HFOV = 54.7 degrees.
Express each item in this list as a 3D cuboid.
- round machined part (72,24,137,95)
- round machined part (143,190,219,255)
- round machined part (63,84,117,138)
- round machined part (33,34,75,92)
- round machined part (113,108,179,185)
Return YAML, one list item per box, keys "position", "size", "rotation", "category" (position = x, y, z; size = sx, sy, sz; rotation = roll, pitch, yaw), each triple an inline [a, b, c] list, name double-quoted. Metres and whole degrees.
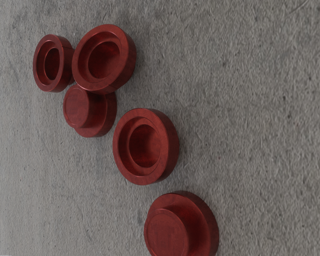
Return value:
- position: [-0.075, -0.094, 0.445]
  size: [0.098, 0.042, 0.098]
  rotation: [-7, 75, 27]
  category: "round machined part"
- position: [0.019, 0.129, 0.379]
  size: [0.098, 0.042, 0.097]
  rotation: [0, 90, 40]
  category: "round machined part"
- position: [-0.117, -0.033, 0.491]
  size: [0.098, 0.042, 0.097]
  rotation: [0, 90, 40]
  category: "round machined part"
- position: [-0.177, -0.110, 0.541]
  size: [0.098, 0.042, 0.097]
  rotation: [0, 90, 40]
  category: "round machined part"
- position: [-0.014, 0.023, 0.405]
  size: [0.098, 0.042, 0.097]
  rotation: [0, 90, 40]
  category: "round machined part"
